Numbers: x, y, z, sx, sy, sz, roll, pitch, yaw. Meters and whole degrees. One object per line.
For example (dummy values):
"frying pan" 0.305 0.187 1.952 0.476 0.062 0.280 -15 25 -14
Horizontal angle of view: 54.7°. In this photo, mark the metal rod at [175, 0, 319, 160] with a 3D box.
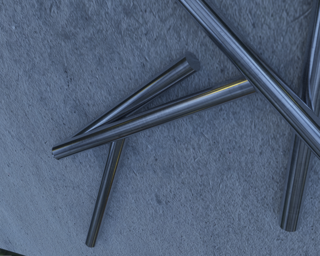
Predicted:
"metal rod" 0.079 -0.072 0.299 0.300 0.025 0.025 48 129 2

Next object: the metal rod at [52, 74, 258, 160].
"metal rod" -0.027 -0.006 0.396 0.300 0.025 0.025 -18 109 28

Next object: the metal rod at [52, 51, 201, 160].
"metal rod" -0.067 -0.015 0.432 0.299 0.025 0.025 -29 102 37

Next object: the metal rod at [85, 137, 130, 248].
"metal rod" -0.096 0.117 0.529 0.025 0.025 0.298 28 128 10

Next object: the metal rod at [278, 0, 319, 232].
"metal rod" 0.153 -0.006 0.322 0.025 0.025 0.298 9 123 23
